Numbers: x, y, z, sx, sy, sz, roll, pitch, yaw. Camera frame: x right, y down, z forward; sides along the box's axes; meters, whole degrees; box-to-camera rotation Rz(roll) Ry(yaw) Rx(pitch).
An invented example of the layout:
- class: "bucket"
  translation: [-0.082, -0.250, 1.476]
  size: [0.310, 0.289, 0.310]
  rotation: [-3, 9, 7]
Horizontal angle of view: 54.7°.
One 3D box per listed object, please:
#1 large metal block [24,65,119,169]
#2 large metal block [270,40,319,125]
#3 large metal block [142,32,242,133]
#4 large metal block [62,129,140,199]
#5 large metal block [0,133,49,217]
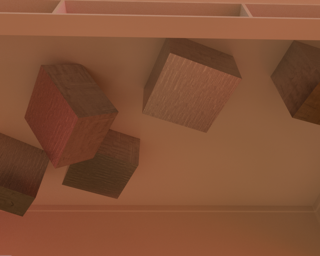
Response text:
- class: "large metal block"
  translation: [-0.103, -0.015, 0.350]
  size: [0.050, 0.080, 0.080]
  rotation: [-13, 146, -47]
- class: "large metal block"
  translation: [0.180, -0.045, 0.337]
  size: [0.081, 0.080, 0.050]
  rotation: [13, 129, -12]
- class: "large metal block"
  translation: [0.032, -0.049, 0.351]
  size: [0.081, 0.050, 0.079]
  rotation: [17, 128, -14]
- class: "large metal block"
  translation: [-0.081, 0.047, 0.431]
  size: [0.081, 0.050, 0.079]
  rotation: [19, 128, -16]
- class: "large metal block"
  translation: [-0.206, 0.062, 0.423]
  size: [0.080, 0.080, 0.050]
  rotation: [27, 125, -22]
